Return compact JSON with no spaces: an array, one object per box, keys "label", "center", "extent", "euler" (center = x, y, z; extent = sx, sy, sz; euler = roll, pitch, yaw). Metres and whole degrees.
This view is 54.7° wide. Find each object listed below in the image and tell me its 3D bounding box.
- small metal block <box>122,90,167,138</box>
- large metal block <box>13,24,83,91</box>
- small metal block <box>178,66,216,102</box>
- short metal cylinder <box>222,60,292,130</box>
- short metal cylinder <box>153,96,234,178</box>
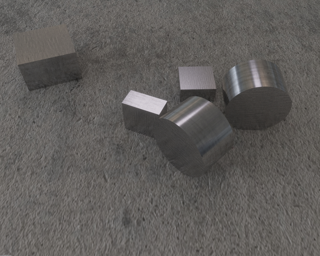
[{"label":"small metal block","center":[-0.019,-0.016,0.401],"extent":[0.050,0.050,0.025],"euler":[18,53,15]},{"label":"large metal block","center":[-0.173,-0.111,0.479],"extent":[0.081,0.050,0.080],"euler":[-17,52,-14]},{"label":"small metal block","center":[0.053,-0.065,0.459],"extent":[0.050,0.025,0.050],"euler":[-1,50,-1]},{"label":"short metal cylinder","center":[0.123,-0.042,0.404],"extent":[0.080,0.080,0.050],"euler":[1,50,1]},{"label":"short metal cylinder","center":[0.037,0.010,0.359],"extent":[0.050,0.080,0.080],"euler":[-36,59,-26]}]
